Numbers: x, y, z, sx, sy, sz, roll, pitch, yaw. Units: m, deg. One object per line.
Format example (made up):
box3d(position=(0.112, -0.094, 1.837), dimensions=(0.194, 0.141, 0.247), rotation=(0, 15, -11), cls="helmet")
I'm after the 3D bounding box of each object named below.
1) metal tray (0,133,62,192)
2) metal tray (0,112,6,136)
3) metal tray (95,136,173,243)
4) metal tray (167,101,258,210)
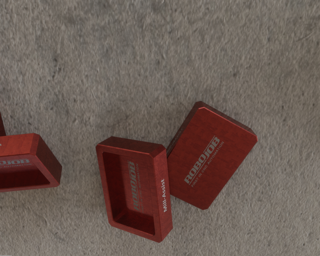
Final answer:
box3d(position=(-0.205, 0.049, 0.398), dimensions=(0.131, 0.030, 0.090), rotation=(-6, 144, 1), cls="metal tray")
box3d(position=(-0.258, -0.032, 0.391), dimensions=(0.091, 0.030, 0.129), rotation=(-3, 110, 0), cls="metal tray")
box3d(position=(-0.033, 0.081, 0.413), dimensions=(0.090, 0.030, 0.129), rotation=(7, 114, 31), cls="metal tray")
box3d(position=(0.057, 0.040, 0.423), dimensions=(0.090, 0.030, 0.129), rotation=(28, 107, -10), cls="metal tray")
